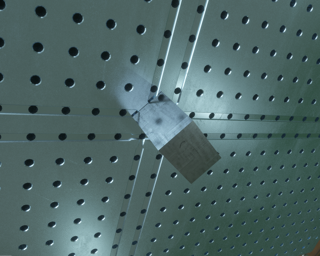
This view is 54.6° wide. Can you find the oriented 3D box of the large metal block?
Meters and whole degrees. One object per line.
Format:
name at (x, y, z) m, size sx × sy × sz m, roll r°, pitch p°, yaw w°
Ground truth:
large metal block at (0.021, 0.012, 0.393) m, size 0.050 × 0.080 × 0.080 m, roll -41°, pitch 130°, yaw 0°
